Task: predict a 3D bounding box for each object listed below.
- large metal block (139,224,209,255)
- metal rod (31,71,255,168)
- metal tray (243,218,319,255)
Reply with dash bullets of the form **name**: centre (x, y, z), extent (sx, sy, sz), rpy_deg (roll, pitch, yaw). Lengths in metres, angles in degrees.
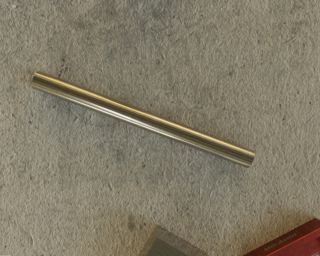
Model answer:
- **large metal block**: centre (0.011, 0.186, 0.398), extent (0.080, 0.050, 0.080), rpy_deg (31, 90, -1)
- **metal rod**: centre (-0.021, -0.011, 0.409), extent (0.301, 0.025, 0.025), rpy_deg (20, 90, -1)
- **metal tray**: centre (0.180, 0.191, 0.409), extent (0.131, 0.030, 0.090), rpy_deg (-27, 90, -1)
